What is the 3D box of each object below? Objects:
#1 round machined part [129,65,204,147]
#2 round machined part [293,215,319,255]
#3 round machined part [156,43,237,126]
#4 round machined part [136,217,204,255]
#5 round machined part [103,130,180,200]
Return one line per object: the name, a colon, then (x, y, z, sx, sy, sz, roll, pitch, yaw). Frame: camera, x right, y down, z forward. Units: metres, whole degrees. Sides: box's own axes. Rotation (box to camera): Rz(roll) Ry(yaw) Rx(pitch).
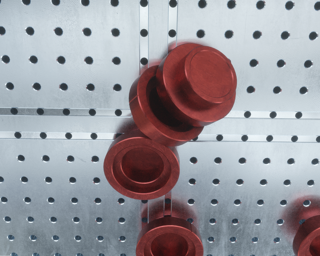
round machined part: (0.005, -0.023, 0.376, 0.098, 0.098, 0.042, 41, 140, -14)
round machined part: (0.250, 0.172, 0.469, 0.099, 0.042, 0.097, 0, 110, 0)
round machined part: (0.048, -0.054, 0.355, 0.099, 0.042, 0.098, 8, 71, -24)
round machined part: (0.014, 0.174, 0.469, 0.099, 0.042, 0.097, 0, 110, 0)
round machined part: (-0.023, 0.045, 0.416, 0.098, 0.042, 0.097, 1, 117, 2)
